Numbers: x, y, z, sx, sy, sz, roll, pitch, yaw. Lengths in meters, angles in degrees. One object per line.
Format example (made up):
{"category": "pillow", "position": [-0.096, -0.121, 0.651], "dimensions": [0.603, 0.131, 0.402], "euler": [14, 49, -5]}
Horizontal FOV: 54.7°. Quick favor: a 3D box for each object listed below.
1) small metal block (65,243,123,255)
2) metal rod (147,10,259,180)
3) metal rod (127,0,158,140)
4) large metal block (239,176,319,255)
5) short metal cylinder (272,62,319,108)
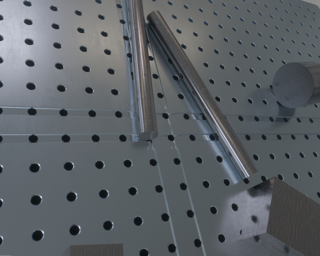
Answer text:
{"category": "small metal block", "position": [-0.062, 0.138, 0.291], "dimensions": [0.050, 0.025, 0.050], "euler": [8, 58, -24]}
{"category": "metal rod", "position": [0.058, -0.060, 0.475], "dimensions": [0.025, 0.025, 0.299], "euler": [-18, 71, -35]}
{"category": "metal rod", "position": [-0.031, -0.121, 0.464], "dimensions": [0.025, 0.025, 0.299], "euler": [7, 59, -25]}
{"category": "large metal block", "position": [0.159, 0.123, 0.402], "dimensions": [0.080, 0.050, 0.080], "euler": [32, 52, -8]}
{"category": "short metal cylinder", "position": [0.252, -0.078, 0.556], "dimensions": [0.050, 0.080, 0.080], "euler": [-9, 67, -32]}
